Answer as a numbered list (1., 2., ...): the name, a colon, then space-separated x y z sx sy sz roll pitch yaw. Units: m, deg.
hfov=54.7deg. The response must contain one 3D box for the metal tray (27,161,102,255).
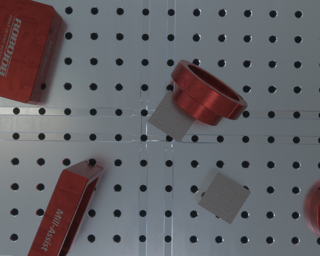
1. metal tray: -0.116 0.110 0.379 0.030 0.090 0.129 22 90 0

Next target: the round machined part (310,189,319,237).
1. round machined part: 0.256 0.117 0.407 0.099 0.042 0.097 0 90 0

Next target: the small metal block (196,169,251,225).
1. small metal block: 0.084 0.091 0.414 0.050 0.025 0.050 32 90 0

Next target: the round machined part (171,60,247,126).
1. round machined part: 0.054 -0.039 0.381 0.098 0.098 0.042 34 111 0

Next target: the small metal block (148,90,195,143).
1. small metal block: 0.019 -0.015 0.413 0.050 0.025 0.050 34 90 0

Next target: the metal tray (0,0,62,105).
1. metal tray: -0.194 -0.104 0.409 0.090 0.030 0.129 15 90 0
